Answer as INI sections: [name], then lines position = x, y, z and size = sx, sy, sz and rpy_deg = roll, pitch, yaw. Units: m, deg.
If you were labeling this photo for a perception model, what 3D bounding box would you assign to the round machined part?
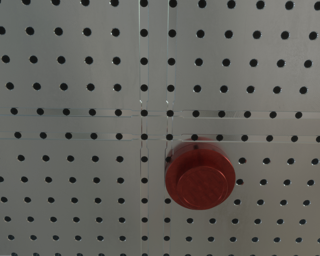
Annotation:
[round machined part]
position = 0.057, 0.074, 0.432
size = 0.099, 0.042, 0.097
rpy_deg = 0, 110, 0
